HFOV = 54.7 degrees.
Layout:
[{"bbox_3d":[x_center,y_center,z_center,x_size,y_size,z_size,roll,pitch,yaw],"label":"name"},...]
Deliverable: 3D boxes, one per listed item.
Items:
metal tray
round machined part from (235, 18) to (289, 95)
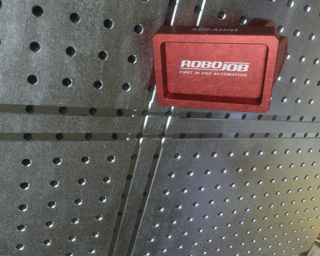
[{"bbox_3d":[0.060,-0.067,0.352,0.131,0.030,0.089,5,125,14],"label":"metal tray"},{"bbox_3d":[0.129,-0.086,0.393,0.099,0.042,0.097,-39,141,-41],"label":"round machined part"}]
